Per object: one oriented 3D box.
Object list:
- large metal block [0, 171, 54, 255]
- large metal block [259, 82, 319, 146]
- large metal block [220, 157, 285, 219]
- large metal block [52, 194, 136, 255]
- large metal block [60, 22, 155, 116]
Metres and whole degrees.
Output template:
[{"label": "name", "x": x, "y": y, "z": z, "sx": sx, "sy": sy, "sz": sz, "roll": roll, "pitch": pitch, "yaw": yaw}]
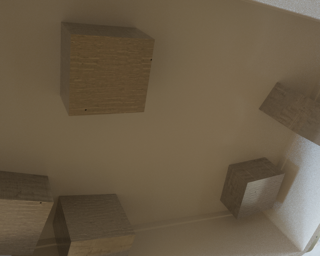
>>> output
[{"label": "large metal block", "x": -0.179, "y": 0.098, "z": 0.355, "sx": 0.081, "sy": 0.050, "sz": 0.080, "roll": 14, "pitch": 111, "yaw": -34}, {"label": "large metal block", "x": 0.216, "y": -0.021, "z": 0.478, "sx": 0.080, "sy": 0.080, "sz": 0.050, "roll": 20, "pitch": 107, "yaw": -36}, {"label": "large metal block", "x": 0.161, "y": 0.104, "z": 0.544, "sx": 0.081, "sy": 0.050, "sz": 0.079, "roll": -8, "pitch": 122, "yaw": -24}, {"label": "large metal block", "x": -0.089, "y": 0.133, "z": 0.407, "sx": 0.081, "sy": 0.080, "sz": 0.050, "roll": 5, "pitch": 116, "yaw": -31}, {"label": "large metal block", "x": -0.058, "y": -0.061, "z": 0.323, "sx": 0.081, "sy": 0.050, "sz": 0.079, "roll": -5, "pitch": 121, "yaw": -26}]
